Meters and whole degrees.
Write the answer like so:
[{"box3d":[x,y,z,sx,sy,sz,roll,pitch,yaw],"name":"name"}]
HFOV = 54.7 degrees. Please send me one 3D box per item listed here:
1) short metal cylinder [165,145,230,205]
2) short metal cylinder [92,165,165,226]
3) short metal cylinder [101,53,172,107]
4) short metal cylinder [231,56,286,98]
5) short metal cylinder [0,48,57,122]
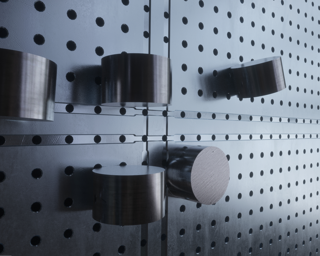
[{"box3d":[0.054,0.065,0.441,0.081,0.050,0.079,0,90,-40],"name":"short metal cylinder"},{"box3d":[-0.035,0.071,0.346,0.081,0.080,0.050,0,90,-40],"name":"short metal cylinder"},{"box3d":[-0.026,-0.051,0.353,0.081,0.080,0.050,0,90,-40],"name":"short metal cylinder"},{"box3d":[0.162,-0.084,0.513,0.081,0.080,0.050,-25,106,-38],"name":"short metal cylinder"},{"box3d":[-0.132,-0.033,0.264,0.081,0.080,0.050,5,87,-40],"name":"short metal cylinder"}]
